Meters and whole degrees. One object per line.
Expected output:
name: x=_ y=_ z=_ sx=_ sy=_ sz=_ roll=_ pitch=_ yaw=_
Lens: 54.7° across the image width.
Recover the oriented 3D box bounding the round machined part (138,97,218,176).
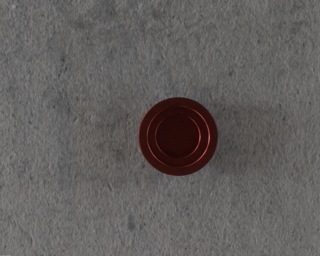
round machined part: x=0.022 y=0.010 z=0.402 sx=0.099 sy=0.042 sz=0.097 roll=0 pitch=90 yaw=-1
